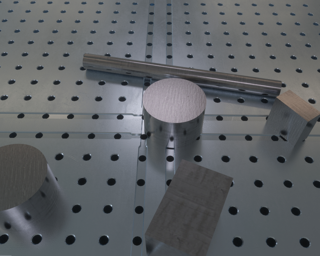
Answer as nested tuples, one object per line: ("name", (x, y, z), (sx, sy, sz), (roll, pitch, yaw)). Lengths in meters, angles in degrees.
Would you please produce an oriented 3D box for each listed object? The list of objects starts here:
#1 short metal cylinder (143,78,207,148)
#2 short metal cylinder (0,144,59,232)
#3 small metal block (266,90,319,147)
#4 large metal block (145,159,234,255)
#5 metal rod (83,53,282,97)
("short metal cylinder", (0.018, -0.021, 0.409), (0.081, 0.050, 0.080), (0, 50, 0))
("short metal cylinder", (-0.157, 0.064, 0.336), (0.081, 0.050, 0.080), (0, 50, 0))
("small metal block", (0.172, -0.013, 0.403), (0.025, 0.050, 0.050), (-27, 55, -21))
("large metal block", (0.027, 0.091, 0.296), (0.050, 0.080, 0.080), (19, 53, 15))
("metal rod", (0.029, -0.082, 0.476), (0.301, 0.025, 0.025), (10, 51, 8))
